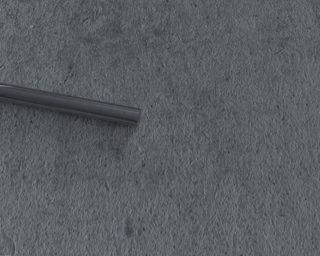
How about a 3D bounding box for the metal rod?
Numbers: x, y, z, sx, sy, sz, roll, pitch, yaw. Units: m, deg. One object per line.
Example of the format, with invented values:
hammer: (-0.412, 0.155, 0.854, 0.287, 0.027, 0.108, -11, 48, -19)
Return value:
metal rod: (-0.175, -0.042, 0.421, 0.302, 0.025, 0.025, 11, 70, 3)
